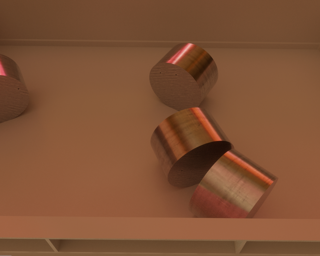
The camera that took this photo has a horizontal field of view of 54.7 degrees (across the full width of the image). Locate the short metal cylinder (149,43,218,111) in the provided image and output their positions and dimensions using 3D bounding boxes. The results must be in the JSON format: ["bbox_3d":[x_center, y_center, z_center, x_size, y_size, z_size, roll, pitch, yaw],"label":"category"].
[{"bbox_3d":[0.033,-0.069,0.428,0.080,0.080,0.050,26,55,20],"label":"short metal cylinder"}]

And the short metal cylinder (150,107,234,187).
[{"bbox_3d":[0.036,0.023,0.351,0.081,0.080,0.050,-17,52,-14],"label":"short metal cylinder"}]

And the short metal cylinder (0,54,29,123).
[{"bbox_3d":[-0.222,-0.052,0.410,0.081,0.080,0.050,-22,54,-17],"label":"short metal cylinder"}]

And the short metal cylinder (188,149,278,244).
[{"bbox_3d":[0.074,0.068,0.313,0.050,0.080,0.080,36,58,26],"label":"short metal cylinder"}]
